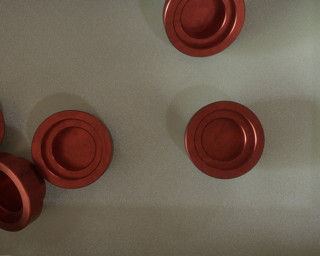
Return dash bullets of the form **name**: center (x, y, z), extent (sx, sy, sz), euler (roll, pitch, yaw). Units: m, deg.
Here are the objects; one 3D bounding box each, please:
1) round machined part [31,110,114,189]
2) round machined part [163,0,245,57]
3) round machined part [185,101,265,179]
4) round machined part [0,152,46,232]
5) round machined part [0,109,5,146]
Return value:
- **round machined part**: center (-0.109, 0.026, 0.402), extent (0.099, 0.042, 0.097), euler (0, 90, -1)
- **round machined part**: center (0.052, -0.142, 0.388), extent (0.099, 0.042, 0.097), euler (-4, 128, -5)
- **round machined part**: center (0.081, 0.015, 0.404), extent (0.099, 0.042, 0.097), euler (0, 90, -1)
- **round machined part**: center (-0.184, 0.075, 0.387), extent (0.098, 0.042, 0.097), euler (7, 109, 22)
- **round machined part**: center (-0.250, -0.001, 0.385), extent (0.099, 0.042, 0.097), euler (-3, 96, -34)
